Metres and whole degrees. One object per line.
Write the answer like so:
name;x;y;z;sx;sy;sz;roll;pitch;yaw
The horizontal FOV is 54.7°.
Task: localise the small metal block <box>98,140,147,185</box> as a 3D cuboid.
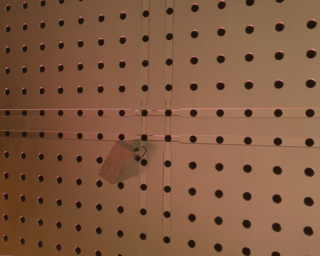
small metal block;-0.050;0.045;0.416;0.025;0.050;0.050;33;101;16
